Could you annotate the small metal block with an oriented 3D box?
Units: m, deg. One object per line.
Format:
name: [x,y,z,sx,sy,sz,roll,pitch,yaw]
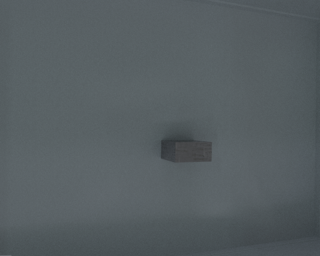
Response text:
small metal block: [0.034,0.030,0.409,0.050,0.050,0.025,1,90,-20]
